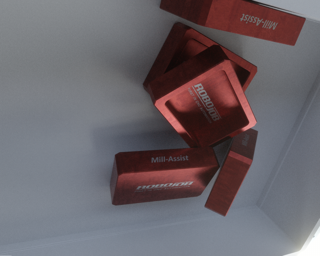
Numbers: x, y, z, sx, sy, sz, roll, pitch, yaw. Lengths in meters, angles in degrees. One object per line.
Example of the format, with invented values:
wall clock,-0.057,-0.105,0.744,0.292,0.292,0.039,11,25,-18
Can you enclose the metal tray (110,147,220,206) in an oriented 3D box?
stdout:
metal tray,0.003,0.065,0.414,0.131,0.030,0.089,-2,143,-17

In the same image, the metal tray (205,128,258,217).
metal tray,0.106,0.055,0.447,0.131,0.030,0.089,-39,151,-64

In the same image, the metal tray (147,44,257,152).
metal tray,0.056,-0.026,0.372,0.090,0.030,0.130,-30,139,11

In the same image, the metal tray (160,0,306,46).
metal tray,0.077,-0.124,0.333,0.131,0.090,0.030,1,118,-29

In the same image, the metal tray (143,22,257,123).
metal tray,0.054,-0.065,0.396,0.131,0.030,0.089,18,109,-36
